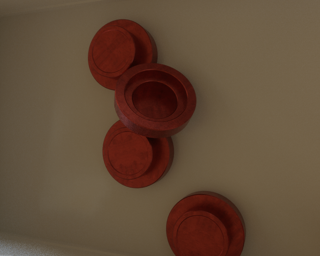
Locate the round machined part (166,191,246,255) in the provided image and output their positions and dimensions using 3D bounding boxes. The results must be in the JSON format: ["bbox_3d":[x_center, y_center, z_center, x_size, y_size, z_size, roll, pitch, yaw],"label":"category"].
[{"bbox_3d":[0.054,0.131,0.382,0.098,0.042,0.097,0,90,20],"label":"round machined part"}]

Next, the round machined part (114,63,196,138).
[{"bbox_3d":[-0.008,-0.030,0.386,0.099,0.042,0.098,5,60,-9],"label":"round machined part"}]

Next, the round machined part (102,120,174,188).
[{"bbox_3d":[-0.034,0.032,0.414,0.098,0.042,0.097,0,90,20],"label":"round machined part"}]

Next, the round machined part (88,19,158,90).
[{"bbox_3d":[-0.056,-0.100,0.421,0.098,0.042,0.097,0,90,20],"label":"round machined part"}]
